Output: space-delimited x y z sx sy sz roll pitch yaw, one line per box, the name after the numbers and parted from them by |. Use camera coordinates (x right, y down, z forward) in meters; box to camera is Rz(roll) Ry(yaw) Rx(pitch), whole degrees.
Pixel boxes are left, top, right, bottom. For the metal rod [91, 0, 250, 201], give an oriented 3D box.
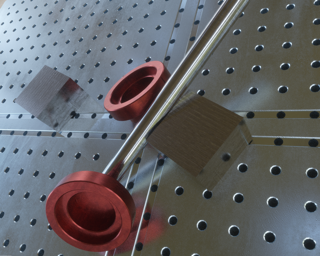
0.005 -0.029 0.371 0.299 0.025 0.025 -54 51 9 | metal rod

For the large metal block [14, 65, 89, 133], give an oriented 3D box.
-0.181 -0.050 0.518 0.080 0.050 0.080 28 77 37 | large metal block

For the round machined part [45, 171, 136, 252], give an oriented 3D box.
-0.076 0.091 0.358 0.098 0.098 0.042 -20 19 16 | round machined part

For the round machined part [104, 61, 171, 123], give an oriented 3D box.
-0.025 -0.044 0.425 0.098 0.042 0.098 -26 33 19 | round machined part

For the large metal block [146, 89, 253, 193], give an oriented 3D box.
0.046 0.013 0.360 0.080 0.050 0.080 34 81 38 | large metal block
